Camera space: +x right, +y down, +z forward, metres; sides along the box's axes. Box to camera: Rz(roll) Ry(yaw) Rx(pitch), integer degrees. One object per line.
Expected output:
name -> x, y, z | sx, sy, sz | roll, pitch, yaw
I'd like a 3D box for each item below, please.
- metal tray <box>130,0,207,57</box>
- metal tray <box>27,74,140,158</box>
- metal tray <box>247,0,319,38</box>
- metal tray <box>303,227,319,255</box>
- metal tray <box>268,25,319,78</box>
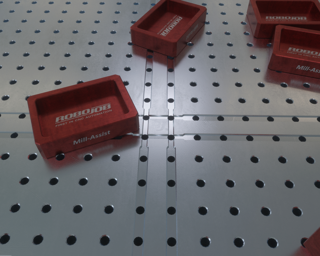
metal tray -> 0.018, -0.187, 0.561 | 0.090, 0.030, 0.130 | 23, 54, 18
metal tray -> -0.104, -0.020, 0.420 | 0.131, 0.030, 0.090 | -17, 52, -14
metal tray -> 0.236, -0.206, 0.578 | 0.131, 0.030, 0.090 | 1, 50, 0
metal tray -> 0.194, 0.078, 0.275 | 0.091, 0.129, 0.030 | -18, 53, -14
metal tray -> 0.251, -0.124, 0.509 | 0.130, 0.030, 0.090 | 13, 51, 11
